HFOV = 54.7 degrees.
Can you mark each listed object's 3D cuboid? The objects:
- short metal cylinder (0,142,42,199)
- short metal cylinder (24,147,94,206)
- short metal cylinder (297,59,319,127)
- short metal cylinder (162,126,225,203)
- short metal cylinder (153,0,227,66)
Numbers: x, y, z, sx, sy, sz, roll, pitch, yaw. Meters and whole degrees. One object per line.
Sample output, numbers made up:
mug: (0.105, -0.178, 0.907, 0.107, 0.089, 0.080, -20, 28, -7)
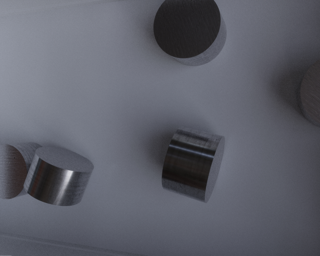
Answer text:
short metal cylinder: (-0.215, 0.063, 0.470, 0.080, 0.050, 0.079, 0, 90, 20)
short metal cylinder: (-0.139, 0.065, 0.429, 0.080, 0.080, 0.050, 24, 98, 18)
short metal cylinder: (0.191, -0.037, 0.330, 0.080, 0.050, 0.079, 0, 90, 19)
short metal cylinder: (0.041, 0.042, 0.366, 0.050, 0.080, 0.079, 15, 95, 19)
short metal cylinder: (0.039, -0.121, 0.383, 0.080, 0.050, 0.079, 0, 90, 19)
